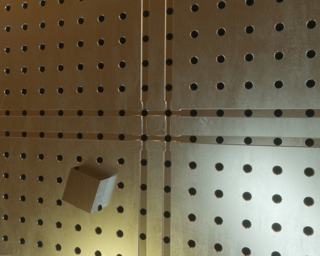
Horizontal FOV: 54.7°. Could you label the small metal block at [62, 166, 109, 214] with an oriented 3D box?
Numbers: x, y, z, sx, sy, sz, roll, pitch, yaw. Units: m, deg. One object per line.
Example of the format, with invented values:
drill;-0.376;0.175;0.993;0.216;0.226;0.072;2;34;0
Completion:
small metal block;-0.108;0.088;0.449;0.050;0.025;0.050;20;97;18
